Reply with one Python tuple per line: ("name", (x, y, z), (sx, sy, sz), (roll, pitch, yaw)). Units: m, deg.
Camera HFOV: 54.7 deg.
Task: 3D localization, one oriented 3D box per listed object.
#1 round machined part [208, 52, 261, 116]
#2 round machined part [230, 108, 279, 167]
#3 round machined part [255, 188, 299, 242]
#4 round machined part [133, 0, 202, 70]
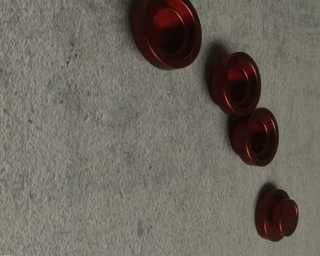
("round machined part", (0.114, -0.068, 0.489), (0.099, 0.042, 0.097), (0, 90, -40))
("round machined part", (0.157, 0.015, 0.525), (0.099, 0.042, 0.097), (0, 90, -40))
("round machined part", (0.224, 0.165, 0.582), (0.099, 0.042, 0.097), (0, 90, -40))
("round machined part", (0.005, -0.122, 0.398), (0.099, 0.042, 0.097), (0, 90, -40))
